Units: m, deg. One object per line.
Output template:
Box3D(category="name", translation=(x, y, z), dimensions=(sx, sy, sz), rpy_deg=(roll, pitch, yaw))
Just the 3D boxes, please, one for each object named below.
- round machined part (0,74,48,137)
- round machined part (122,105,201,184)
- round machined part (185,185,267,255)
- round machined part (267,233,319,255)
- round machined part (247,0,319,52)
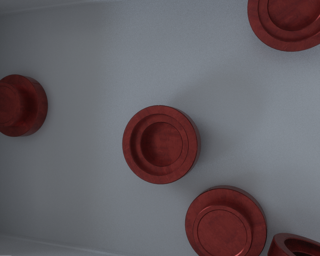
Box3D(category="round machined part", translation=(-0.228, -0.035, 0.480), dimensions=(0.098, 0.042, 0.097), rpy_deg=(0, 90, 19))
Box3D(category="round machined part", translation=(0.005, 0.020, 0.399), dimensions=(0.098, 0.042, 0.097), rpy_deg=(0, 90, 19))
Box3D(category="round machined part", translation=(0.077, 0.121, 0.374), dimensions=(0.098, 0.042, 0.097), rpy_deg=(0, 90, 19))
Box3D(category="round machined part", translation=(0.159, 0.152, 0.316), dimensions=(0.098, 0.098, 0.042), rpy_deg=(19, 96, 18))
Box3D(category="round machined part", translation=(0.147, -0.137, 0.337), dimensions=(0.098, 0.042, 0.097), rpy_deg=(7, 119, 14))
